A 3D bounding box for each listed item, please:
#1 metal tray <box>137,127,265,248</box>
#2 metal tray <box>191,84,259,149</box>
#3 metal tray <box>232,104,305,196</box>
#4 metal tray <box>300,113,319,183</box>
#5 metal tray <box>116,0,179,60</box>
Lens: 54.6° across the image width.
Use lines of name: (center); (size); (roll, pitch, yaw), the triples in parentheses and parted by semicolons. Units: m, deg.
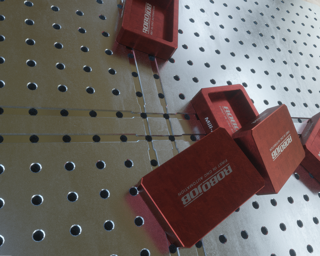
metal tray: (0.050, 0.068, 0.371); (0.131, 0.030, 0.090); (-31, 79, -24)
metal tray: (0.113, -0.002, 0.465); (0.091, 0.030, 0.130); (-11, 67, -33)
metal tray: (0.160, 0.027, 0.444); (0.131, 0.030, 0.090); (-28, 96, -45)
metal tray: (0.291, 0.035, 0.539); (0.090, 0.030, 0.131); (46, 51, 4)
metal tray: (-0.017, -0.179, 0.504); (0.091, 0.030, 0.130); (16, 55, -19)
